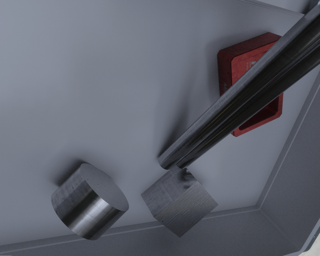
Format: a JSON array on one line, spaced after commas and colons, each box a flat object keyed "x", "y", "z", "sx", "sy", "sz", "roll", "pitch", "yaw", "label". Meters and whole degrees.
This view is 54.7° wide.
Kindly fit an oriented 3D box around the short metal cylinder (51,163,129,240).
[{"x": -0.085, "y": 0.090, "z": 0.383, "sx": 0.050, "sy": 0.080, "sz": 0.080, "roll": -45, "pitch": 130, "yaw": 3, "label": "short metal cylinder"}]

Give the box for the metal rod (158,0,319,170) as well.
[{"x": 0.083, "y": -0.033, "z": 0.349, "sx": 0.025, "sy": 0.025, "sz": 0.298, "roll": 8, "pitch": 142, "yaw": -33, "label": "metal rod"}]

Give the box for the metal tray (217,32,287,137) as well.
[{"x": 0.132, "y": -0.059, "z": 0.443, "sx": 0.091, "sy": 0.030, "sz": 0.129, "roll": -23, "pitch": 127, "yaw": -15, "label": "metal tray"}]

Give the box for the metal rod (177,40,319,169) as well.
[{"x": 0.112, "y": -0.032, "z": 0.366, "sx": 0.025, "sy": 0.025, "sz": 0.298, "roll": 12, "pitch": 140, "yaw": -34, "label": "metal rod"}]

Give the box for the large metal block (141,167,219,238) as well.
[{"x": 0.031, "y": 0.112, "z": 0.481, "sx": 0.080, "sy": 0.050, "sz": 0.080, "roll": -41, "pitch": 130, "yaw": -1, "label": "large metal block"}]
